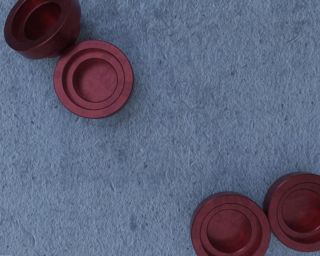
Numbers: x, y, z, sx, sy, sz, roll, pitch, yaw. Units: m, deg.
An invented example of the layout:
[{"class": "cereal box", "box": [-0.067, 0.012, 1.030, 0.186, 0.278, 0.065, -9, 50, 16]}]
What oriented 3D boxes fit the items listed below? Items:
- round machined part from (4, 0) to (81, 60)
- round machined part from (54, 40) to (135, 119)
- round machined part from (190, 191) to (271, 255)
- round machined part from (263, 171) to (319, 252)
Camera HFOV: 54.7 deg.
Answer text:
[{"class": "round machined part", "box": [-0.140, -0.127, 0.387, 0.098, 0.042, 0.098, -8, 67, 19]}, {"class": "round machined part", "box": [-0.081, -0.060, 0.401, 0.099, 0.042, 0.097, 0, 90, 0]}, {"class": "round machined part", "box": [0.088, 0.130, 0.402, 0.099, 0.042, 0.097, 0, 90, 0]}, {"class": "round machined part", "box": [0.182, 0.105, 0.403, 0.099, 0.042, 0.097, 0, 90, 0]}]
